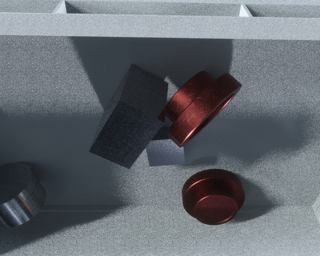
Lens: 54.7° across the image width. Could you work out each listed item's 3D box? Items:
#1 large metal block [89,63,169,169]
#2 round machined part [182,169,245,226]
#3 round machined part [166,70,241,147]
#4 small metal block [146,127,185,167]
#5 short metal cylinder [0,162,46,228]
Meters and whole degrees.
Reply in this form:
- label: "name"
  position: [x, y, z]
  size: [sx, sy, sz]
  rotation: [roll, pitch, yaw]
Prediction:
- label: "large metal block"
  position: [-0.034, -0.014, 0.358]
  size: [0.050, 0.080, 0.080]
  rotation: [27, 125, -15]
- label: "round machined part"
  position: [0.085, 0.115, 0.489]
  size: [0.099, 0.042, 0.097]
  rotation: [-1, 122, -1]
- label: "round machined part"
  position: [0.042, -0.027, 0.352]
  size: [0.042, 0.099, 0.097]
  rotation: [45, 124, 9]
- label: "small metal block"
  position: [0.007, 0.026, 0.432]
  size: [0.050, 0.025, 0.050]
  rotation: [-5, 130, 3]
- label: "short metal cylinder"
  position: [-0.216, 0.096, 0.452]
  size: [0.080, 0.080, 0.050]
  rotation: [-8, 130, 6]
